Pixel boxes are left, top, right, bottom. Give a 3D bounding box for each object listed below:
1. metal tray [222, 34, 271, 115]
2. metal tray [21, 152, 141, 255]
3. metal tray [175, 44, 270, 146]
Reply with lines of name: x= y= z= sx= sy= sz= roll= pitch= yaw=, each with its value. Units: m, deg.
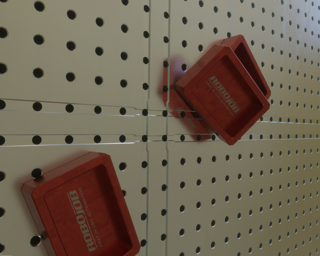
metal tray: x=0.133 y=-0.077 z=0.520 sx=0.130 sy=0.030 sz=0.090 roll=53 pitch=59 yaw=-27
metal tray: x=-0.081 y=0.102 z=0.339 sx=0.091 sy=0.030 sz=0.129 roll=-26 pitch=107 yaw=-37
metal tray: x=0.096 y=-0.047 z=0.460 sx=0.090 sy=0.030 sz=0.130 roll=-46 pitch=118 yaw=-1
